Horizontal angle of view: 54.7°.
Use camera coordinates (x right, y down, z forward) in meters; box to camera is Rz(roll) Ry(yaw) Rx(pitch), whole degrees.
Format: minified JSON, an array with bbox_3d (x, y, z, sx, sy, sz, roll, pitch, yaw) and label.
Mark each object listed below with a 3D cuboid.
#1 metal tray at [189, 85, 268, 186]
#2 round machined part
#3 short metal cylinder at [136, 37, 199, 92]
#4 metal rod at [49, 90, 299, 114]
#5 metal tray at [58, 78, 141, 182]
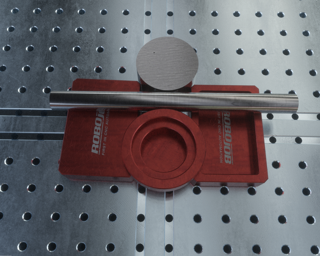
[{"bbox_3d":[0.085,0.008,0.402,0.091,0.030,0.130,1,70,0],"label":"metal tray"},{"bbox_3d":[0.005,0.029,0.378,0.099,0.042,0.098,0,70,0],"label":"round machined part"},{"bbox_3d":[0.009,-0.076,0.422,0.081,0.050,0.080,0,70,0],"label":"short metal cylinder"},{"bbox_3d":[0.017,-0.032,0.387,0.302,0.025,0.025,1,70,0],"label":"metal rod"},{"bbox_3d":[-0.073,0.001,0.403,0.091,0.030,0.130,3,70,1],"label":"metal tray"}]
